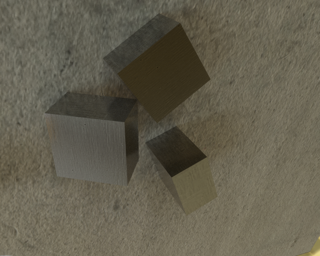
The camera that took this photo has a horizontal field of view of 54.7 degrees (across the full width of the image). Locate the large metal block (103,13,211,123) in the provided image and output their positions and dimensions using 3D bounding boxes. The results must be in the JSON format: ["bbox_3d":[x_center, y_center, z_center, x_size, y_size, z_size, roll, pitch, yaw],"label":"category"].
[{"bbox_3d":[-0.002,-0.067,0.350,0.080,0.050,0.080,-40,130,-2],"label":"large metal block"}]

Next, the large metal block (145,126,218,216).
[{"bbox_3d":[0.029,0.057,0.424,0.050,0.080,0.080,-29,129,-11],"label":"large metal block"}]

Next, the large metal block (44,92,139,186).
[{"bbox_3d":[-0.069,0.011,0.337,0.080,0.050,0.079,6,122,8],"label":"large metal block"}]
